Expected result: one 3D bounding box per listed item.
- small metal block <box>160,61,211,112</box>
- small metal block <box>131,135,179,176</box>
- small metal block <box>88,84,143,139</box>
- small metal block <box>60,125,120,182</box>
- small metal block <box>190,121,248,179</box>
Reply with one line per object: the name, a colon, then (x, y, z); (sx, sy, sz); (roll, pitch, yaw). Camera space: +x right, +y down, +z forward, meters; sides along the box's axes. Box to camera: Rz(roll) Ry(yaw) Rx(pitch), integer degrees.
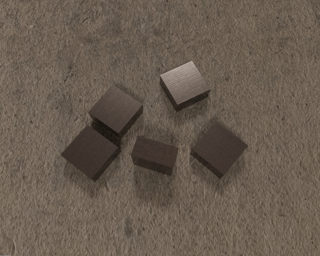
small metal block: (0.034, -0.058, 0.430); (0.050, 0.025, 0.050); (-26, 72, -10)
small metal block: (-0.006, 0.035, 0.382); (0.050, 0.050, 0.025); (17, 71, 6)
small metal block: (-0.058, -0.022, 0.415); (0.050, 0.025, 0.050); (35, 73, 11)
small metal block: (-0.088, 0.033, 0.395); (0.050, 0.025, 0.050); (35, 73, 11)
small metal block: (0.075, 0.028, 0.399); (0.050, 0.025, 0.050); (40, 74, 13)
